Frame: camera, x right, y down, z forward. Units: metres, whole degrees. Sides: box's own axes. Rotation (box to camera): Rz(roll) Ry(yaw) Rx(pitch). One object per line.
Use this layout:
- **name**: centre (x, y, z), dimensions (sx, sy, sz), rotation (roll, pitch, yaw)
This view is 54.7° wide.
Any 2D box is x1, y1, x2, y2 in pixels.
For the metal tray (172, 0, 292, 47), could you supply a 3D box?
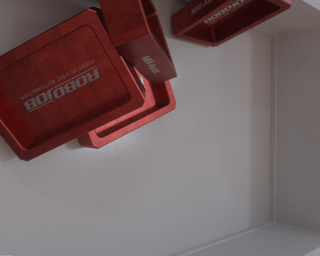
- **metal tray**: centre (0.091, -0.154, 0.411), dimensions (0.091, 0.130, 0.030), rotation (0, 78, -40)

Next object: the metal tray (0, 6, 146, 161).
- **metal tray**: centre (-0.090, -0.036, 0.274), dimensions (0.130, 0.030, 0.090), rotation (-25, 113, 8)

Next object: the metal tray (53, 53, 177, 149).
- **metal tray**: centre (-0.046, -0.042, 0.364), dimensions (0.131, 0.030, 0.090), rotation (-29, 108, -36)

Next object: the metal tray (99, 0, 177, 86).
- **metal tray**: centre (-0.021, -0.101, 0.296), dimensions (0.130, 0.030, 0.090), rotation (26, 46, -76)

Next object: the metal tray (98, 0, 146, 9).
- **metal tray**: centre (-0.060, -0.164, 0.312), dimensions (0.131, 0.090, 0.030), rotation (1, 88, -40)
